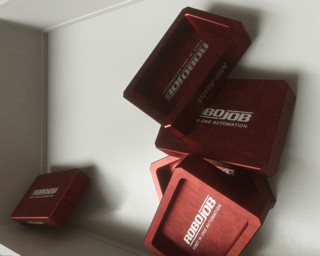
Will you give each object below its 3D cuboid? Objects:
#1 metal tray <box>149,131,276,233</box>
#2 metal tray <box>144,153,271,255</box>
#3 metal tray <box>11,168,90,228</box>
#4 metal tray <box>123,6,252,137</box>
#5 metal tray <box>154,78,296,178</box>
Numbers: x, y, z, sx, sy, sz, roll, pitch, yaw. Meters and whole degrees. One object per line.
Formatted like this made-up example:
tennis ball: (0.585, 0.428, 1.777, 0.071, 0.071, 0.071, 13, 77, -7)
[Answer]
metal tray: (0.054, 0.064, 0.359, 0.130, 0.030, 0.090, -28, 73, 36)
metal tray: (0.042, 0.101, 0.320, 0.090, 0.030, 0.129, 32, 126, 18)
metal tray: (-0.186, 0.118, 0.523, 0.130, 0.030, 0.090, -14, 39, 39)
metal tray: (0.027, -0.066, 0.345, 0.090, 0.030, 0.130, 37, 92, 41)
metal tray: (0.064, -0.006, 0.329, 0.130, 0.030, 0.090, 9, 73, 39)
